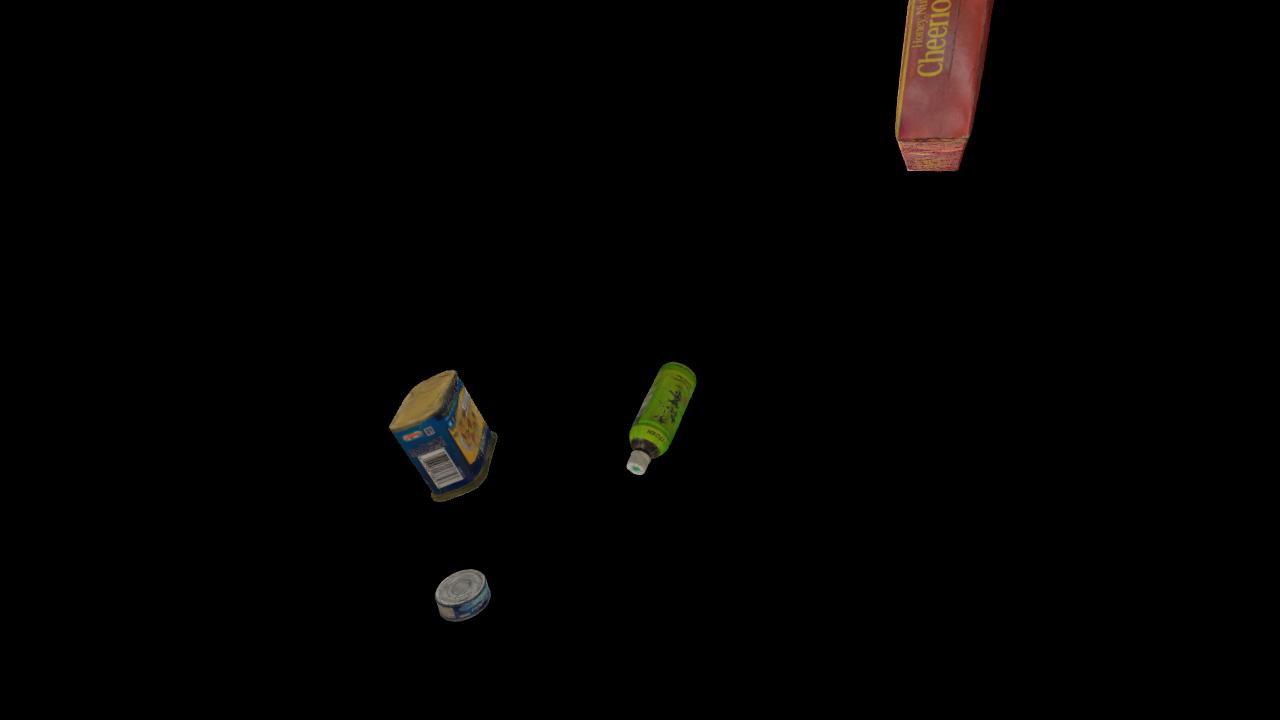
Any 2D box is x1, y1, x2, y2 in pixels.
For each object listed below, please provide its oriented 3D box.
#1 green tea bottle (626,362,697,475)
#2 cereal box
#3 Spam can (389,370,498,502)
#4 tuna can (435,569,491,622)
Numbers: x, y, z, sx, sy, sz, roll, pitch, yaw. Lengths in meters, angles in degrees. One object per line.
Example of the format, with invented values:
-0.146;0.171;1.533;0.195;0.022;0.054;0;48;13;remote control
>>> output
0.030;0.096;1.003;0.073;0.073;0.212;0;42;31;green tea bottle
0.361;-0.344;0.735;0.081;0.203;0.306;7;13;23;cereal box
-0.186;0.069;0.590;0.058;0.085;0.101;-21;24;5;Spam can
-0.288;0.380;0.999;0.084;0.034;0.084;-7;22;3;tuna can
